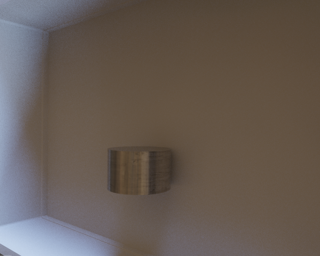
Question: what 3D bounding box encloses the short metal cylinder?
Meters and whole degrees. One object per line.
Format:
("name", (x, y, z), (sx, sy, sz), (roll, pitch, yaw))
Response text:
("short metal cylinder", (-0.026, 0.051, 0.394), (0.080, 0.081, 0.050), (1, 91, 40))
